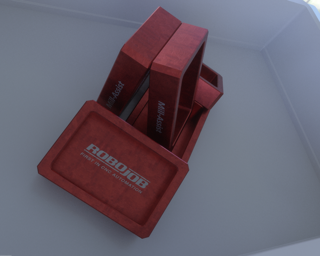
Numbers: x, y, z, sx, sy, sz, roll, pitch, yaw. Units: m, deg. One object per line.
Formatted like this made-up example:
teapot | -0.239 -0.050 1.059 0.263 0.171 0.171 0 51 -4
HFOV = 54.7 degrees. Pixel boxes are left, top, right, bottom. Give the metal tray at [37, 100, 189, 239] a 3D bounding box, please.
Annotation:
metal tray | -0.046 0.043 0.328 0.130 0.030 0.090 35 75 -6

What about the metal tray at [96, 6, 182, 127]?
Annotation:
metal tray | -0.031 -0.065 0.359 0.030 0.129 0.090 34 51 -5

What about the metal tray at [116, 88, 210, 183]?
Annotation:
metal tray | 0.005 -0.003 0.406 0.090 0.030 0.130 34 51 -6

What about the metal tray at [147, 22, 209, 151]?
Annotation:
metal tray | 0.018 -0.041 0.357 0.030 0.129 0.090 20 50 12

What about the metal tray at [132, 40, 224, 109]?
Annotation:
metal tray | 0.030 -0.088 0.450 0.130 0.030 0.090 34 26 -6
